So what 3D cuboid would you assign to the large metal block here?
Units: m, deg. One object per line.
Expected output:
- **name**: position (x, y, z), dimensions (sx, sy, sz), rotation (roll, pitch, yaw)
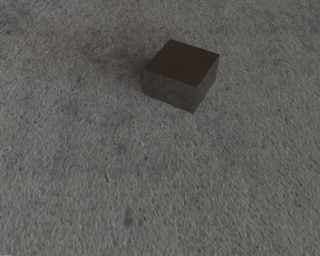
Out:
- **large metal block**: position (0.031, -0.077, 0.452), dimensions (0.080, 0.050, 0.080), rotation (23, 54, 18)
